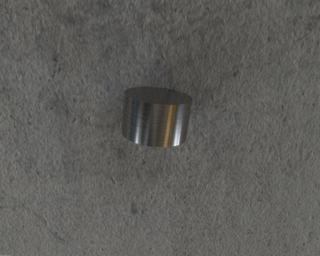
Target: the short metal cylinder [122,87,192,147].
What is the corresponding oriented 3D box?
[{"bbox_3d":[-0.004,-0.016,0.375,0.081,0.080,0.050,6,110,-3],"label":"short metal cylinder"}]
